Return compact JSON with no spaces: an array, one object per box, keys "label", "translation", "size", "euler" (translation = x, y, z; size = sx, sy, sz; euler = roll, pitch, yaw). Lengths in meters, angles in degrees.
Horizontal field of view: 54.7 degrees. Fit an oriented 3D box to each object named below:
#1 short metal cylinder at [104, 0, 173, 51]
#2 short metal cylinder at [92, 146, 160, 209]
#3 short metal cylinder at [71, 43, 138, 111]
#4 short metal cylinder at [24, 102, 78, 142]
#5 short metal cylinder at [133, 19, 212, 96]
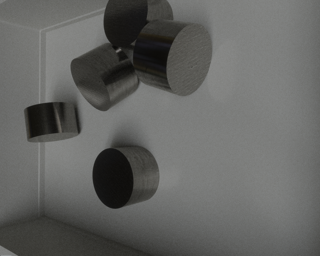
[{"label":"short metal cylinder","translation":[-0.029,-0.143,0.413],"size":[0.080,0.050,0.079],"euler":[0,90,39]},{"label":"short metal cylinder","translation":[-0.048,0.066,0.428],"size":[0.080,0.050,0.079],"euler":[0,90,39]},{"label":"short metal cylinder","translation":[-0.077,-0.070,0.428],"size":[0.080,0.050,0.080],"euler":[33,145,27]},{"label":"short metal cylinder","translation":[-0.181,-0.008,0.517],"size":[0.080,0.081,0.050],"euler":[-17,80,38]},{"label":"short metal cylinder","translation":[0.016,-0.082,0.356],"size":[0.050,0.081,0.079],"euler":[23,105,37]}]
